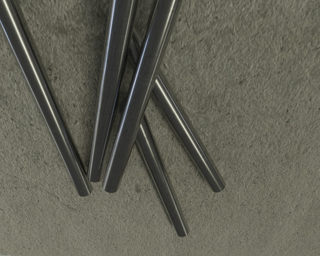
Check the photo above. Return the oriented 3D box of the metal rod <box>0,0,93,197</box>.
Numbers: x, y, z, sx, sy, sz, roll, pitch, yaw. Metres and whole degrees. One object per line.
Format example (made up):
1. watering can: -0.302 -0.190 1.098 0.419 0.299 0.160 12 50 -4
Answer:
1. metal rod: -0.135 -0.014 0.393 0.025 0.025 0.298 -5 130 4

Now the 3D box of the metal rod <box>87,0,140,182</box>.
1. metal rod: -0.062 -0.027 0.362 0.025 0.025 0.298 11 136 -9

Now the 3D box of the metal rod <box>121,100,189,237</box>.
1. metal rod: 0.003 0.079 0.473 0.025 0.025 0.299 -12 130 10

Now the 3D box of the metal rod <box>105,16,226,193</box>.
1. metal rod: 0.023 -0.011 0.397 0.025 0.025 0.299 -21 127 17

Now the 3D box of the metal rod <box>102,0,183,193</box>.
1. metal rod: -0.028 -0.026 0.350 0.025 0.025 0.298 13 129 -11
